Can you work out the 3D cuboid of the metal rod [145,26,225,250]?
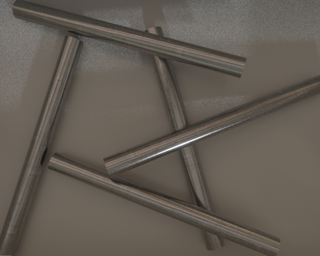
[{"bbox_3d":[0.032,0.014,0.411,0.025,0.025,0.298,-16,90,0],"label":"metal rod"}]

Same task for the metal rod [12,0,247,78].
[{"bbox_3d":[-0.044,-0.115,0.390,0.301,0.025,0.025,17,90,7],"label":"metal rod"}]

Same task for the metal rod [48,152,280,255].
[{"bbox_3d":[0.000,0.094,0.393,0.301,0.025,0.025,20,90,6],"label":"metal rod"}]

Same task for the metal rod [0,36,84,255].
[{"bbox_3d":[-0.159,0.025,0.409,0.025,0.025,0.298,18,90,-1],"label":"metal rod"}]

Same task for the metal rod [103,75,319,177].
[{"bbox_3d":[0.076,-0.006,0.392,0.302,0.025,0.025,-21,90,-8],"label":"metal rod"}]
